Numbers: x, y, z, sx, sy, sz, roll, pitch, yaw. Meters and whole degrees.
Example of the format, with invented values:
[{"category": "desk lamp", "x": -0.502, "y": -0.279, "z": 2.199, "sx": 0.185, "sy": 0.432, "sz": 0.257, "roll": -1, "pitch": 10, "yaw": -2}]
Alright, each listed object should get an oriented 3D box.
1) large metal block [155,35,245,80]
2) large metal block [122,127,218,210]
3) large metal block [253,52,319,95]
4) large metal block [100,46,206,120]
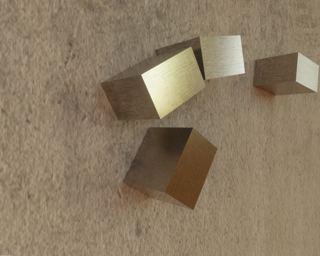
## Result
[{"category": "large metal block", "x": 0.054, "y": -0.090, "z": 0.416, "sx": 0.081, "sy": 0.080, "sz": 0.050, "roll": -16, "pitch": 100, "yaw": -39}, {"category": "large metal block", "x": 0.012, "y": 0.046, "z": 0.381, "sx": 0.050, "sy": 0.080, "sz": 0.080, "roll": 39, "pitch": 66, "yaw": -34}, {"category": "large metal block", "x": 0.230, "y": -0.095, "z": 0.565, "sx": 0.081, "sy": 0.080, "sz": 0.050, "roll": 12, "pitch": 83, "yaw": -40}, {"category": "large metal block", "x": -0.008, "y": -0.051, "z": 0.364, "sx": 0.080, "sy": 0.080, "sz": 0.050, "roll": -37, "pitch": 113, "yaw": -34}]
